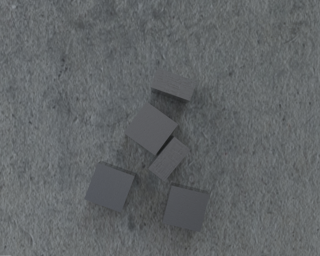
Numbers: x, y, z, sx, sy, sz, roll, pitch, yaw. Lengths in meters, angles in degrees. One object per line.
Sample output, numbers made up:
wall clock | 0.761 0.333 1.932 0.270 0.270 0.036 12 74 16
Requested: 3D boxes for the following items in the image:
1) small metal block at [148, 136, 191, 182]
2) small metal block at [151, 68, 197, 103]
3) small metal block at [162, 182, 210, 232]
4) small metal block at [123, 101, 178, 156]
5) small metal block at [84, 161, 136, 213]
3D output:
small metal block | 0.011 0.037 0.398 0.025 0.050 0.050 39 90 -1
small metal block | 0.016 -0.053 0.398 0.050 0.050 0.025 19 90 -1
small metal block | 0.033 0.104 0.411 0.050 0.025 0.050 14 90 -1
small metal block | -0.012 0.001 0.410 0.050 0.025 0.050 36 90 -1
small metal block | -0.065 0.077 0.409 0.050 0.025 0.050 20 90 -1
